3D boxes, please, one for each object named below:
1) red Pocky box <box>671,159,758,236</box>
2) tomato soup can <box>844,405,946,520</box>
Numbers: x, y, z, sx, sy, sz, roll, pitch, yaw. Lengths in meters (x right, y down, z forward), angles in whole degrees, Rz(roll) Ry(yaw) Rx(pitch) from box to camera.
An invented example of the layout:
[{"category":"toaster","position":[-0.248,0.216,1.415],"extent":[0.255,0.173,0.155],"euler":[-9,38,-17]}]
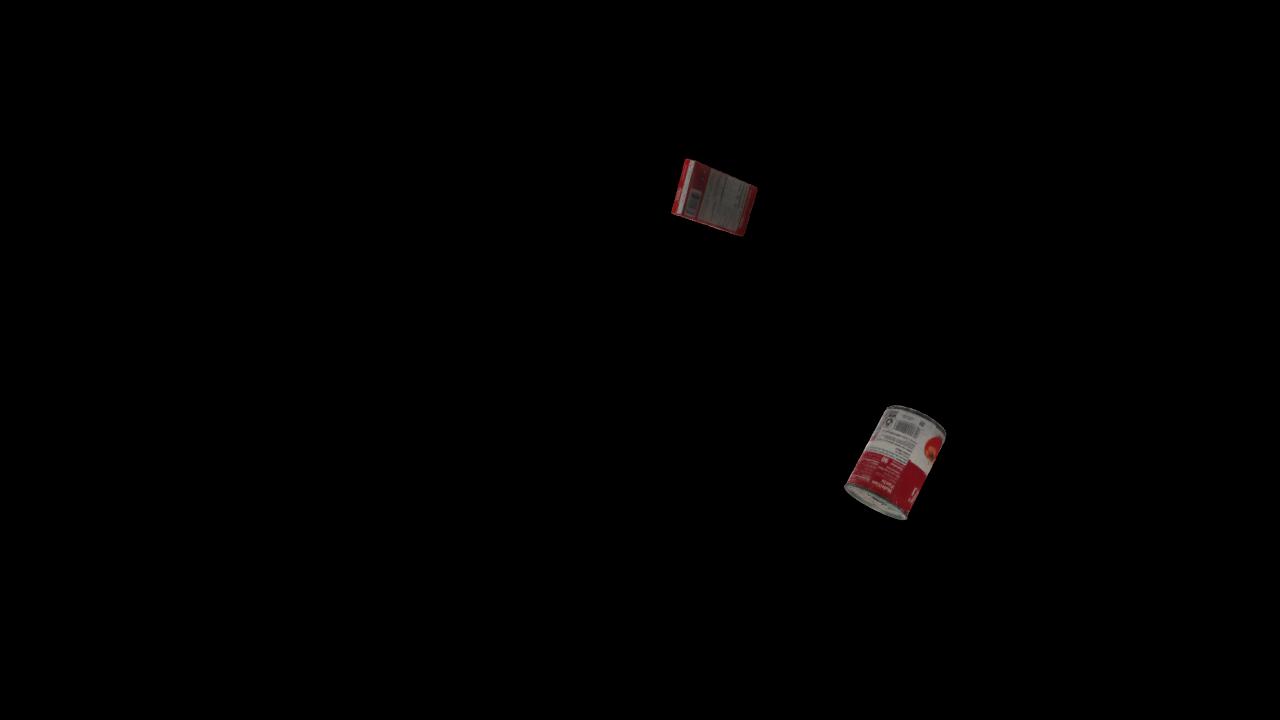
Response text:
[{"category":"red Pocky box","position":[0.117,-0.248,0.953],"extent":[0.155,0.083,0.028],"euler":[5,13,-44]},{"category":"tomato soup can","position":[0.269,0.107,0.648],"extent":[0.068,0.101,0.068],"euler":[31,-13,8]}]
